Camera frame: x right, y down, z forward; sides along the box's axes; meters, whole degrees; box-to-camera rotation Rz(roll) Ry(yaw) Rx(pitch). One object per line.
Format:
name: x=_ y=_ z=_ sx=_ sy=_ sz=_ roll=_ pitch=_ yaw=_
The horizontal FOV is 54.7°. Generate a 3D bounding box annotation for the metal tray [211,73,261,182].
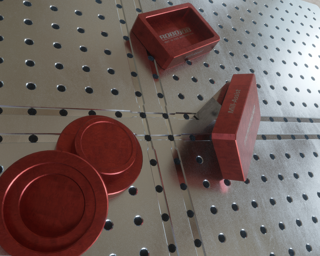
metal tray: x=0.110 y=-0.003 z=0.431 sx=0.130 sy=0.030 sz=0.090 roll=-63 pitch=143 yaw=-38

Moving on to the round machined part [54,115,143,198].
round machined part: x=-0.064 y=0.027 z=0.346 sx=0.099 sy=0.042 sz=0.098 roll=14 pitch=56 yaw=-21

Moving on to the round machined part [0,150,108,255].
round machined part: x=-0.097 y=0.070 z=0.285 sx=0.099 sy=0.042 sz=0.097 roll=1 pitch=83 yaw=-9

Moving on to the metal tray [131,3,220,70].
metal tray: x=0.029 y=-0.157 z=0.515 sx=0.131 sy=0.030 sz=0.090 roll=-30 pitch=78 yaw=-38

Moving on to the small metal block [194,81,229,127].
small metal block: x=0.085 y=-0.036 z=0.459 sx=0.025 sy=0.050 sz=0.050 roll=45 pitch=51 yaw=2
